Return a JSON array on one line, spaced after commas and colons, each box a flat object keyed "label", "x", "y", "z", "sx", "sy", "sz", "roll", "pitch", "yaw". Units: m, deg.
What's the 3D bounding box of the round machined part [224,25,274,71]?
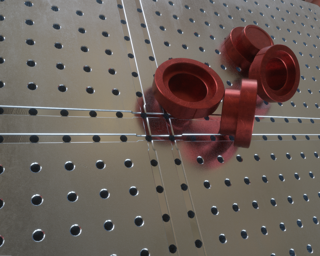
[{"label": "round machined part", "x": 0.175, "y": -0.155, "z": 0.585, "sx": 0.099, "sy": 0.042, "sz": 0.098, "roll": 13, "pitch": 56, "yaw": -21}]

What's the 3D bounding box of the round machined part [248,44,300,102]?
[{"label": "round machined part", "x": 0.194, "y": -0.093, "z": 0.540, "sx": 0.099, "sy": 0.042, "sz": 0.097, "roll": -2, "pitch": 93, "yaw": -29}]

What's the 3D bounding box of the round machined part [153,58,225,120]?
[{"label": "round machined part", "x": 0.037, "y": -0.050, "z": 0.438, "sx": 0.099, "sy": 0.042, "sz": 0.098, "roll": 7, "pitch": 52, "yaw": -9}]

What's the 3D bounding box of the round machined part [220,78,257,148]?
[{"label": "round machined part", "x": 0.111, "y": -0.022, "z": 0.444, "sx": 0.042, "sy": 0.098, "sz": 0.098, "roll": 7, "pitch": 53, "yaw": 13}]
